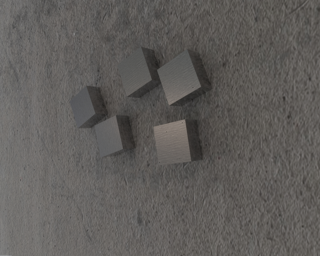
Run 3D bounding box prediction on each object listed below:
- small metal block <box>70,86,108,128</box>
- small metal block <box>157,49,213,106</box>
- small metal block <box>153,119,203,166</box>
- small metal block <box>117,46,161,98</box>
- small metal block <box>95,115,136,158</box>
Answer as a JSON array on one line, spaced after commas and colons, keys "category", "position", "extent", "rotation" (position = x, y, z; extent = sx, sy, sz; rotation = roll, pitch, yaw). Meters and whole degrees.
[{"category": "small metal block", "position": [-0.116, -0.033, 0.501], "extent": [0.050, 0.025, 0.050], "rotation": [-33, 70, 35]}, {"category": "small metal block", "position": [0.029, -0.060, 0.381], "extent": [0.050, 0.025, 0.050], "rotation": [-29, 72, 36]}, {"category": "small metal block", "position": [0.022, 0.019, 0.387], "extent": [0.050, 0.025, 0.050], "rotation": [-13, 82, 39]}, {"category": "small metal block", "position": [-0.027, -0.075, 0.428], "extent": [0.050, 0.025, 0.050], "rotation": [-28, 72, 36]}, {"category": "small metal block", "position": [-0.067, 0.013, 0.461], "extent": [0.050, 0.025, 0.050], "rotation": [-22, 76, 38]}]
